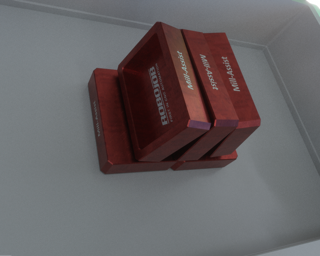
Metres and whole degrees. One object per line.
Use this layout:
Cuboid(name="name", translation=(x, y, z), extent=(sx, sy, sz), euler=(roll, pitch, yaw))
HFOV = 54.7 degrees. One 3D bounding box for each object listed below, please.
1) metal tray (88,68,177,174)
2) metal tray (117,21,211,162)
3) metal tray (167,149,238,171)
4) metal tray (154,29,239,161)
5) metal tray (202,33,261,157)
Cuboid(name="metal tray", translation=(-0.035, -0.011, 0.387), extent=(0.091, 0.030, 0.130), euler=(0, 62, -28))
Cuboid(name="metal tray", translation=(-0.002, -0.038, 0.342), extent=(0.030, 0.090, 0.130), euler=(8, 57, -39))
Cuboid(name="metal tray", translation=(0.046, -0.009, 0.430), extent=(0.091, 0.030, 0.130), euler=(0, 62, -28))
Cuboid(name="metal tray", translation=(0.034, -0.038, 0.362), extent=(0.030, 0.090, 0.130), euler=(0, 60, -28))
Cuboid(name="metal tray", translation=(0.070, -0.040, 0.382), extent=(0.030, 0.090, 0.130), euler=(-7, 65, -15))
